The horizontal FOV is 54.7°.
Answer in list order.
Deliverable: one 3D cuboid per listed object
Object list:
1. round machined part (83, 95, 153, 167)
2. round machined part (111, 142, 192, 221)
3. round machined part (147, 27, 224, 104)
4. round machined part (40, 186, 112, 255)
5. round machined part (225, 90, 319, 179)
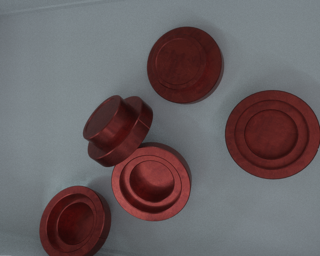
[{"bbox_3d":[-0.059,-0.003,0.392,0.098,0.098,0.042,-39,121,15],"label":"round machined part"},{"bbox_3d":[-0.008,0.065,0.396,0.098,0.042,0.097,2,103,9],"label":"round machined part"},{"bbox_3d":[0.028,-0.080,0.391,0.098,0.042,0.097,0,90,20],"label":"round machined part"},{"bbox_3d":[-0.111,0.133,0.428,0.098,0.042,0.098,-8,63,16],"label":"round machined part"},{"bbox_3d":[0.128,0.007,0.356,0.098,0.042,0.097,0,90,20],"label":"round machined part"}]
